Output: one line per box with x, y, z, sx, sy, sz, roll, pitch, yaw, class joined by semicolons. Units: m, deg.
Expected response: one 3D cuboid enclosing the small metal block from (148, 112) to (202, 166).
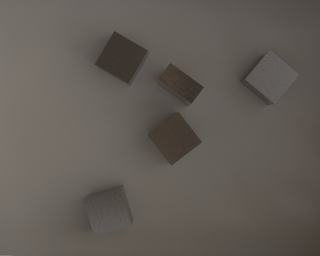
0.019;0.014;0.411;0.050;0.025;0.050;-38;90;0;small metal block

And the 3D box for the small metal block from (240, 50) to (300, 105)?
0.145;-0.066;0.412;0.050;0.025;0.050;40;90;0;small metal block

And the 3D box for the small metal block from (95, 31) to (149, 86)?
-0.050;-0.091;0.411;0.050;0.025;0.050;30;90;0;small metal block

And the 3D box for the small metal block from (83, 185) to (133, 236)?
-0.068;0.109;0.411;0.050;0.025;0.050;-16;90;0;small metal block

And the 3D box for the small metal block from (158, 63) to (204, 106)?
0.025;-0.054;0.399;0.050;0.050;0.025;36;90;0;small metal block
